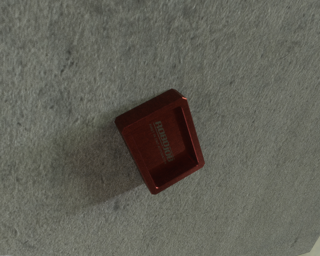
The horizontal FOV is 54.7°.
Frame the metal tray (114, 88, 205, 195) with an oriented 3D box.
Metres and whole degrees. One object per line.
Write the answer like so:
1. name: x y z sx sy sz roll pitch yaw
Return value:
1. metal tray: 0.005 0.022 0.421 0.090 0.030 0.129 -29 129 -11
